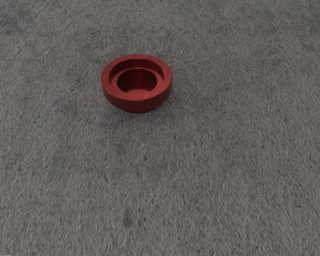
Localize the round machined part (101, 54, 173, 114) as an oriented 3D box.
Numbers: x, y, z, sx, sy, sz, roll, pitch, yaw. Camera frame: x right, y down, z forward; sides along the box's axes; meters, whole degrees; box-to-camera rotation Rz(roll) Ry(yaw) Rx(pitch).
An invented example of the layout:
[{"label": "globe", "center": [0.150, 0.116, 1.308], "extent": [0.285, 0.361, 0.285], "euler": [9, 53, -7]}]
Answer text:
[{"label": "round machined part", "center": [-0.032, -0.059, 0.442], "extent": [0.099, 0.042, 0.098], "euler": [0, 50, 0]}]
